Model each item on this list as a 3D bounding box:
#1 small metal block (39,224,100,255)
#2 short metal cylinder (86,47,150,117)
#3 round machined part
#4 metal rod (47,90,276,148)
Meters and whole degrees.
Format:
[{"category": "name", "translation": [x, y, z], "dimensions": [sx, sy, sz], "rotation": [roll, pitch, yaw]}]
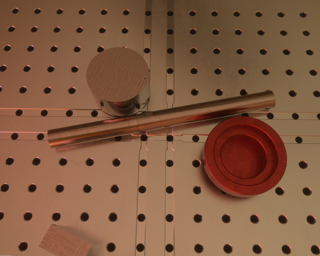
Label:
[{"category": "small metal block", "translation": [-0.099, 0.132, 0.349], "dimensions": [0.050, 0.050, 0.025], "rotation": [23, 71, 8]}, {"category": "short metal cylinder", "translation": [-0.054, -0.061, 0.420], "dimensions": [0.081, 0.050, 0.080], "rotation": [0, 70, 0]}, {"category": "round machined part", "translation": [0.103, 0.038, 0.390], "dimensions": [0.099, 0.042, 0.098], "rotation": [0, 70, 0]}, {"category": "metal rod", "translation": [0.005, -0.012, 0.416], "dimensions": [0.302, 0.025, 0.025], "rotation": [-10, 71, -4]}]
